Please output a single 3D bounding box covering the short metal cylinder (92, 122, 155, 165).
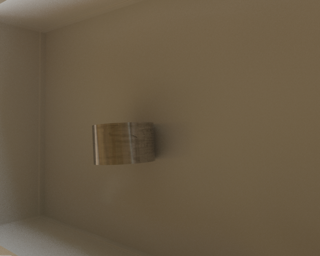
[{"bbox_3d":[-0.047,0.020,0.408,0.080,0.081,0.050,-5,87,39],"label":"short metal cylinder"}]
